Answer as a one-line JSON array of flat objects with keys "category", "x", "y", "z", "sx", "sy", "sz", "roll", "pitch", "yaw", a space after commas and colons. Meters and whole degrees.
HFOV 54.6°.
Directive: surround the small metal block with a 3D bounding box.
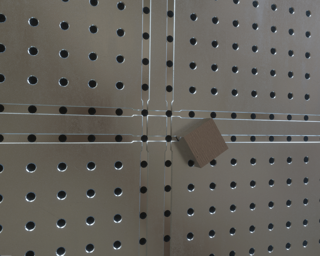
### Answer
[{"category": "small metal block", "x": 0.060, "y": 0.020, "z": 0.434, "sx": 0.050, "sy": 0.025, "sz": 0.050, "roll": -33, "pitch": 101, "yaw": -17}]
